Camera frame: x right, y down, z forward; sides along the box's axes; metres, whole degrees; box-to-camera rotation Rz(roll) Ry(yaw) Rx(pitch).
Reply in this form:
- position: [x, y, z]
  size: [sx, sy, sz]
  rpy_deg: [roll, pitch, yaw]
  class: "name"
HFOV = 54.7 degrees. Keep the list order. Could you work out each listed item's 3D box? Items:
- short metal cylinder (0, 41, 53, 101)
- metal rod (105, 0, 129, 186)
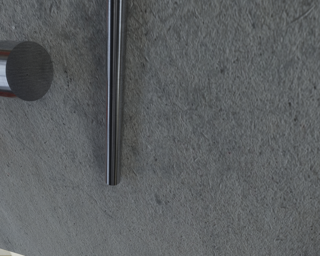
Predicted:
- position: [-0.195, -0.079, 0.425]
  size: [0.050, 0.080, 0.079]
  rpy_deg: [9, 122, 23]
  class: "short metal cylinder"
- position: [-0.060, -0.038, 0.414]
  size: [0.025, 0.025, 0.298]
  rpy_deg: [19, 126, 17]
  class: "metal rod"
